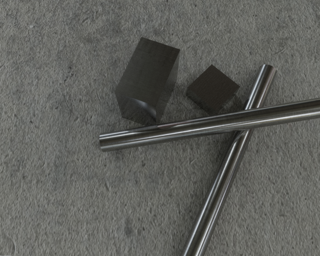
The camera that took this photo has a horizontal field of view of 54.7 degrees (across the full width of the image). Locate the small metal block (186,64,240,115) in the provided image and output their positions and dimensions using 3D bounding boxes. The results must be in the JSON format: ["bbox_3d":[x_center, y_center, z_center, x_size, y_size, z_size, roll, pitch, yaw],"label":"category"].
[{"bbox_3d":[0.072,-0.051,0.428,0.050,0.025,0.050,42,75,13],"label":"small metal block"}]

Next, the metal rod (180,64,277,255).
[{"bbox_3d":[0.089,0.045,0.392,0.025,0.025,0.300,24,71,8],"label":"metal rod"}]

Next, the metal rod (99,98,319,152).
[{"bbox_3d":[0.074,-0.005,0.388,0.302,0.025,0.025,-9,70,5],"label":"metal rod"}]

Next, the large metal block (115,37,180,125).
[{"bbox_3d":[-0.014,-0.054,0.399,0.050,0.080,0.080,20,71,7],"label":"large metal block"}]
